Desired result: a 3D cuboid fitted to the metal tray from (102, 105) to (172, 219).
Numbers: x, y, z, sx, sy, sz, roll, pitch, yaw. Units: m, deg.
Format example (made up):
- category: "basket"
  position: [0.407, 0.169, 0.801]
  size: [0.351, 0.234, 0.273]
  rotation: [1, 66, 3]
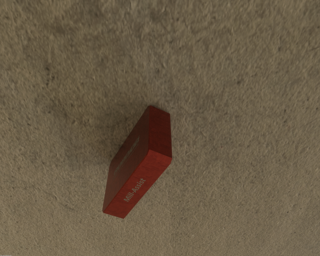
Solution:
- category: "metal tray"
  position: [-0.031, 0.045, 0.402]
  size: [0.030, 0.090, 0.129]
  rotation: [23, 126, -19]
